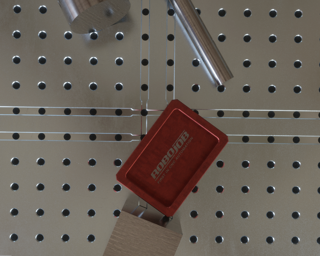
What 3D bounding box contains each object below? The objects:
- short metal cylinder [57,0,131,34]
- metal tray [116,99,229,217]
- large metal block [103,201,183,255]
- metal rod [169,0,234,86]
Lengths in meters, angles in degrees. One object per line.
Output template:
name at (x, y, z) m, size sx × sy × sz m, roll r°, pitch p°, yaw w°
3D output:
short metal cylinder at (-0.084, -0.160, 0.385) m, size 0.080 × 0.080 × 0.050 m, roll -25°, pitch 90°, yaw 0°
metal tray at (0.016, 0.039, 0.410) m, size 0.090 × 0.030 × 0.130 m, roll 37°, pitch 90°, yaw 0°
large metal block at (-0.025, 0.151, 0.401) m, size 0.080 × 0.050 × 0.080 m, roll 22°, pitch 90°, yaw 0°
metal rod at (0.014, -0.192, 0.413) m, size 0.025 × 0.025 × 0.299 m, roll -29°, pitch 90°, yaw 0°
